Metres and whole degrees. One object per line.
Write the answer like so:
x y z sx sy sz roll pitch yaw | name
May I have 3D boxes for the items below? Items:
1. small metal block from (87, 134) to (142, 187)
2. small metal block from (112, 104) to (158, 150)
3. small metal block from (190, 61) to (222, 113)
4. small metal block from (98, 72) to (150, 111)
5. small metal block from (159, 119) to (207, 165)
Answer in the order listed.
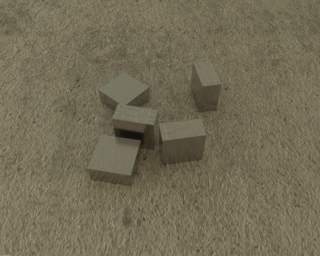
-0.052 0.038 0.371 0.050 0.025 0.050 8 51 7 | small metal block
-0.029 -0.001 0.387 0.050 0.050 0.025 9 51 7 | small metal block
0.063 -0.058 0.436 0.025 0.050 0.050 -8 51 -7 | small metal block
-0.051 -0.047 0.443 0.050 0.025 0.050 33 57 25 | small metal block
0.026 0.018 0.372 0.050 0.050 0.025 -7 51 -6 | small metal block
